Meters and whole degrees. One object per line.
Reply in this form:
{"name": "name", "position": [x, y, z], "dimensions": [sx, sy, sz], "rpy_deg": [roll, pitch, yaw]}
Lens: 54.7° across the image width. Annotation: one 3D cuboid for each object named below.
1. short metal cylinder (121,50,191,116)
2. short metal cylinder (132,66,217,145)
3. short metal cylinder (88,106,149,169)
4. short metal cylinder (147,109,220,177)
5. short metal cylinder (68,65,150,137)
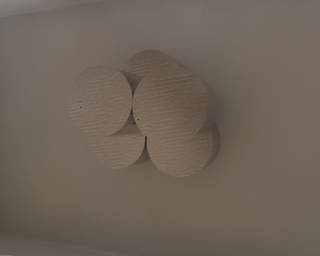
{"name": "short metal cylinder", "position": [-0.005, -0.055, 0.397], "dimensions": [0.080, 0.050, 0.080], "rpy_deg": [0, 90, 20]}
{"name": "short metal cylinder", "position": [0.017, -0.023, 0.335], "dimensions": [0.080, 0.050, 0.080], "rpy_deg": [0, 90, 20]}
{"name": "short metal cylinder", "position": [-0.047, 0.011, 0.412], "dimensions": [0.080, 0.050, 0.080], "rpy_deg": [0, 90, 20]}
{"name": "short metal cylinder", "position": [0.030, 0.017, 0.385], "dimensions": [0.080, 0.050, 0.080], "rpy_deg": [0, 90, 20]}
{"name": "short metal cylinder", "position": [-0.058, -0.030, 0.363], "dimensions": [0.080, 0.050, 0.080], "rpy_deg": [0, 90, 20]}
